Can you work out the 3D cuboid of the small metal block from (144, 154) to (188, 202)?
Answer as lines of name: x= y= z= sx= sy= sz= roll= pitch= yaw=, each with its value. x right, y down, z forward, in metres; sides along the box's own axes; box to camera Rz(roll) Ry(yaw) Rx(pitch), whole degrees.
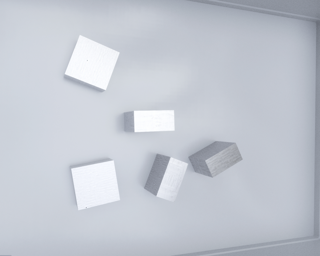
small metal block: x=0.007 y=0.063 z=0.400 sx=0.025 sy=0.050 sz=0.050 roll=23 pitch=83 yaw=-19

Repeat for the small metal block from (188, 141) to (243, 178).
small metal block: x=0.075 y=0.041 z=0.425 sx=0.050 sy=0.050 sz=0.025 roll=-27 pitch=99 yaw=-18

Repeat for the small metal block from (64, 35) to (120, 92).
small metal block: x=-0.084 y=-0.077 z=0.379 sx=0.050 sy=0.025 sz=0.050 roll=21 pitch=83 yaw=-19

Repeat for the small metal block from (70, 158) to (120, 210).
small metal block: x=-0.080 y=0.068 z=0.381 sx=0.050 sy=0.025 sz=0.050 roll=-10 pitch=94 yaw=-20

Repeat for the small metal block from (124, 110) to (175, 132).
small metal block: x=-0.015 y=-0.009 z=0.392 sx=0.050 sy=0.050 sz=0.025 roll=-2 pitch=91 yaw=-20
